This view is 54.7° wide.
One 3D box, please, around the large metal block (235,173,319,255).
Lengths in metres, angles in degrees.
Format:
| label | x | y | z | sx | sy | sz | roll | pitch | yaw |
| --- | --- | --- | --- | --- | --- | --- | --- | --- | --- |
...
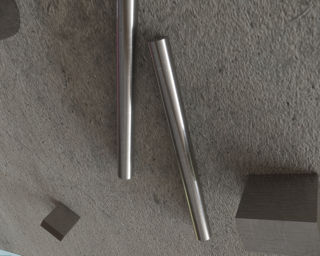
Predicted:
| label | x | y | z | sx | sy | sz | roll | pitch | yaw |
| --- | --- | --- | --- | --- | --- | --- | --- | --- | --- |
| large metal block | 0.140 | 0.097 | 0.357 | 0.080 | 0.080 | 0.050 | -6 | 116 | 30 |

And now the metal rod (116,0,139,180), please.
| label | x | y | z | sx | sy | sz | roll | pitch | yaw |
| --- | --- | --- | --- | --- | --- | --- | --- | --- | --- |
| metal rod | -0.043 | -0.053 | 0.394 | 0.025 | 0.025 | 0.298 | 17 | 125 | 18 |

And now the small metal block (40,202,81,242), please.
| label | x | y | z | sx | sy | sz | roll | pitch | yaw |
| --- | --- | --- | --- | --- | --- | --- | --- | --- | --- |
| small metal block | -0.193 | 0.181 | 0.602 | 0.050 | 0.050 | 0.025 | 37 | 129 | 3 |

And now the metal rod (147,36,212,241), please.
| label | x | y | z | sx | sy | sz | roll | pitch | yaw |
| --- | --- | --- | --- | --- | --- | --- | --- | --- | --- |
| metal rod | 0.032 | 0.031 | 0.408 | 0.025 | 0.025 | 0.298 | 0 | 118 | 28 |

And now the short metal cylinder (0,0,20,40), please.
| label | x | y | z | sx | sy | sz | roll | pitch | yaw |
| --- | --- | --- | --- | --- | --- | --- | --- | --- | --- |
| short metal cylinder | -0.240 | -0.156 | 0.418 | 0.080 | 0.050 | 0.079 | 13 | 124 | 20 |
